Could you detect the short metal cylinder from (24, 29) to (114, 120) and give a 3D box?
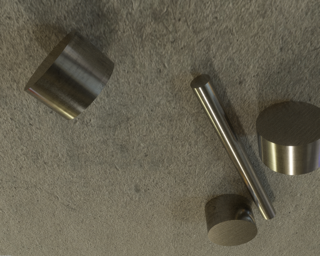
[{"bbox_3d":[-0.094,-0.055,0.323,0.080,0.080,0.050,-35,122,26],"label":"short metal cylinder"}]

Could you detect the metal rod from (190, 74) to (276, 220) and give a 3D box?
[{"bbox_3d":[0.117,0.046,0.447,0.025,0.025,0.300,-22,127,17],"label":"metal rod"}]

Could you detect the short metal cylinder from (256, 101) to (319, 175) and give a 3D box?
[{"bbox_3d":[0.162,0.011,0.382,0.080,0.080,0.050,-12,129,10],"label":"short metal cylinder"}]

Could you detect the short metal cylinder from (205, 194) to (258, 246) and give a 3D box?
[{"bbox_3d":[0.119,0.157,0.526,0.081,0.050,0.079,0,130,0],"label":"short metal cylinder"}]
